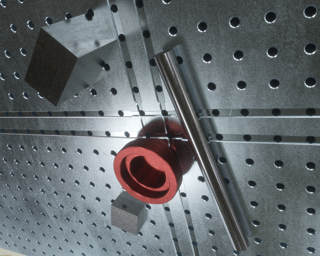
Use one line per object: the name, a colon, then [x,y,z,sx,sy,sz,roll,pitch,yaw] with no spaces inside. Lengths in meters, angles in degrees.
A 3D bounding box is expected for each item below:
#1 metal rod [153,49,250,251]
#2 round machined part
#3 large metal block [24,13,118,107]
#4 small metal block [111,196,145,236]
metal rod: [0.061,0.042,0.404,0.025,0.025,0.299,-11,113,32]
round machined part: [-0.013,0.057,0.441,0.098,0.042,0.097,13,124,20]
large metal block: [-0.108,-0.084,0.379,0.050,0.080,0.080,40,129,1]
small metal block: [-0.056,0.151,0.532,0.050,0.025,0.050,18,125,17]
